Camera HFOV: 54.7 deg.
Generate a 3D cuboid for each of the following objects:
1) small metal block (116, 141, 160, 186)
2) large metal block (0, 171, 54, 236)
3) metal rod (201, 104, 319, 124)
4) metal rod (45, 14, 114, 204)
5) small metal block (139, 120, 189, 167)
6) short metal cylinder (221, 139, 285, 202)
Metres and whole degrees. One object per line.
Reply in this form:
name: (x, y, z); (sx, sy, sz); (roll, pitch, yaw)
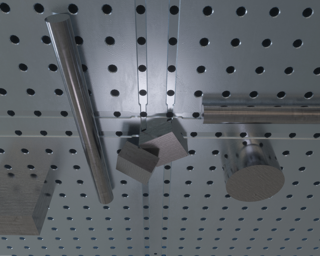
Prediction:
small metal block: (-0.032, 0.050, 0.433); (0.050, 0.025, 0.050); (28, 149, 4)
large metal block: (-0.217, 0.113, 0.469); (0.081, 0.080, 0.050); (2, 130, -2)
metal rod: (0.206, -0.017, 0.398); (0.302, 0.025, 0.025); (0, 130, -1)
metal rod: (-0.096, 0.002, 0.411); (0.025, 0.025, 0.298); (-2, 130, 2)
small metal block: (0.006, 0.022, 0.431); (0.050, 0.025, 0.050); (-23, 127, 18)
short metal cylinder: (0.132, 0.062, 0.449); (0.081, 0.050, 0.079); (0, 130, 0)
